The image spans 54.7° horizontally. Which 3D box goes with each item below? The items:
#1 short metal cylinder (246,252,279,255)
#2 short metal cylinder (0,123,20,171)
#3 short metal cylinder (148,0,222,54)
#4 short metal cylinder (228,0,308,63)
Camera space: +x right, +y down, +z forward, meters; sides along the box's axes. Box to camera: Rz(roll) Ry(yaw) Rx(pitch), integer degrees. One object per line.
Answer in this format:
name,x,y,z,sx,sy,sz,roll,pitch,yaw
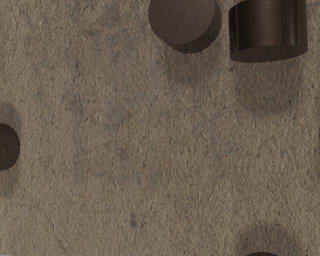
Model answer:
short metal cylinder,0.121,0.191,0.353,0.080,0.050,0.079,0,90,19
short metal cylinder,-0.272,0.031,0.489,0.080,0.050,0.079,0,90,19
short metal cylinder,0.032,-0.137,0.384,0.080,0.050,0.079,0,90,19
short metal cylinder,0.117,-0.105,0.339,0.080,0.080,0.050,-2,90,19
